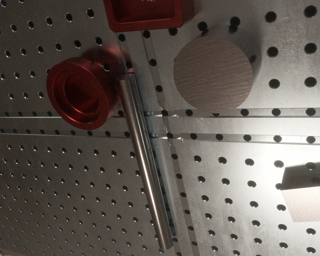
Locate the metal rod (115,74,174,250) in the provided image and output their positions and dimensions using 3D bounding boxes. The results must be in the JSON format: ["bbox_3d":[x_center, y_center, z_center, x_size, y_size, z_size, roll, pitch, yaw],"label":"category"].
[{"bbox_3d":[-0.017,0.066,0.459,0.025,0.025,0.298,2,120,27],"label":"metal rod"}]

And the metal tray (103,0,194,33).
[{"bbox_3d":[-0.020,-0.168,0.313,0.090,0.030,0.129,4,121,25],"label":"metal tray"}]

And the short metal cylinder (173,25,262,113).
[{"bbox_3d":[0.061,-0.062,0.324,0.080,0.050,0.079,13,124,20],"label":"short metal cylinder"}]

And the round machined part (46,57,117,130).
[{"bbox_3d":[-0.101,-0.049,0.421,0.098,0.042,0.097,13,124,20],"label":"round machined part"}]

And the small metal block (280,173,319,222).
[{"bbox_3d":[0.178,0.084,0.369,0.050,0.025,0.050,-15,111,34],"label":"small metal block"}]
